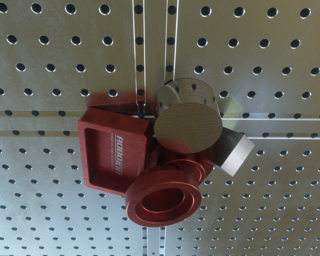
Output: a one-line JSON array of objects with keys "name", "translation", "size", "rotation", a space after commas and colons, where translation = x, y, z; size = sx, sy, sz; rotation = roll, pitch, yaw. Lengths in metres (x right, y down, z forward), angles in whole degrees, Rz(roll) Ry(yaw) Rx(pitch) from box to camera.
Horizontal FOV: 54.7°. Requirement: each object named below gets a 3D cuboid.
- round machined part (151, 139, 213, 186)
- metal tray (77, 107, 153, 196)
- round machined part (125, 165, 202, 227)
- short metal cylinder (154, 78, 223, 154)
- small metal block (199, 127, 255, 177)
[{"name": "round machined part", "translation": [0.029, 0.054, 0.446], "size": [0.099, 0.042, 0.097], "rotation": [-1, 130, 0]}, {"name": "metal tray", "translation": [-0.061, 0.039, 0.427], "size": [0.090, 0.030, 0.129], "rotation": [13, 130, 7]}, {"name": "round machined part", "translation": [0.002, 0.087, 0.412], "size": [0.099, 0.042, 0.097], "rotation": [-7, 133, -8]}, {"name": "short metal cylinder", "translation": [0.033, -0.014, 0.383], "size": [0.081, 0.050, 0.079], "rotation": [0, 130, 0]}, {"name": "small metal block", "translation": [0.087, 0.029, 0.409], "size": [0.025, 0.050, 0.050], "rotation": [39, 85, -28]}]
